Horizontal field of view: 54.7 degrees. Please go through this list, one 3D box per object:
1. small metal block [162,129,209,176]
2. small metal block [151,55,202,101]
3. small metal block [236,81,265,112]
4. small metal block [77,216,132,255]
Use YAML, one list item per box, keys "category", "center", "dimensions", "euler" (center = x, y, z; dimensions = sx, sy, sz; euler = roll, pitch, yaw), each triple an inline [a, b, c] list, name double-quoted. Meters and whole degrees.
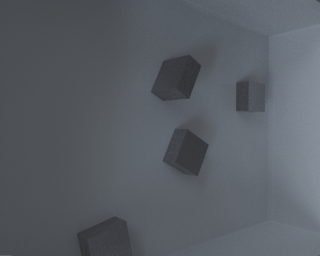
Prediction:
- category: "small metal block"
  center: [0.037, 0.035, 0.440]
  dimensions: [0.050, 0.025, 0.050]
  euler: [35, 69, -35]
- category: "small metal block"
  center: [0.021, -0.065, 0.410]
  dimensions: [0.025, 0.050, 0.050]
  euler: [33, 69, -36]
- category: "small metal block"
  center: [0.160, -0.054, 0.543]
  dimensions: [0.050, 0.025, 0.050]
  euler: [1, 89, -40]
- category: "small metal block"
  center: [-0.062, 0.138, 0.356]
  dimensions: [0.050, 0.025, 0.050]
  euler: [-15, 100, -39]
